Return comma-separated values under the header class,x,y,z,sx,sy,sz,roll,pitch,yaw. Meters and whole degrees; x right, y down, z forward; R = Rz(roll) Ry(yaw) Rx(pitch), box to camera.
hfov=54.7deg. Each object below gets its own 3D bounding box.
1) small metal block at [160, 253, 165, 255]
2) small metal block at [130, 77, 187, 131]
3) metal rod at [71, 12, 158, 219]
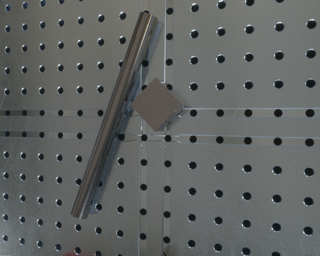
class,x,y,z,sx,sy,sz,roll,pitch,yaw
small metal block,-0.014,0.197,0.404,0.050,0.050,0.025,-43,77,15
small metal block,-0.002,-0.031,0.413,0.050,0.025,0.050,-46,76,14
metal rod,-0.066,-0.012,0.434,0.025,0.025,0.298,23,97,18
